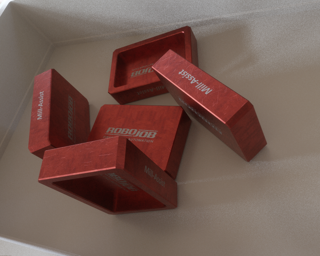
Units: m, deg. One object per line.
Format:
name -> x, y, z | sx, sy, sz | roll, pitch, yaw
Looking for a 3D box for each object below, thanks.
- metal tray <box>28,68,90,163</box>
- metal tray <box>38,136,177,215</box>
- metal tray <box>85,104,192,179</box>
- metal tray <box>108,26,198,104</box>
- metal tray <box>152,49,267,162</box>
metal tray -> -0.137, -0.009, 0.436 | 0.030, 0.090, 0.130 | -22, 54, 14
metal tray -> -0.046, 0.057, 0.323 | 0.090, 0.130, 0.030 | -12, 58, 21
metal tray -> -0.033, 0.015, 0.405 | 0.130, 0.030, 0.090 | 4, 63, 29
metal tray -> -0.010, -0.092, 0.461 | 0.130, 0.030, 0.090 | -12, 57, 21
metal tray -> 0.054, -0.026, 0.348 | 0.030, 0.090, 0.130 | -45, 51, -2
